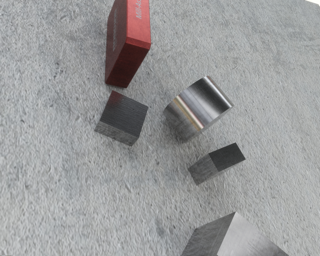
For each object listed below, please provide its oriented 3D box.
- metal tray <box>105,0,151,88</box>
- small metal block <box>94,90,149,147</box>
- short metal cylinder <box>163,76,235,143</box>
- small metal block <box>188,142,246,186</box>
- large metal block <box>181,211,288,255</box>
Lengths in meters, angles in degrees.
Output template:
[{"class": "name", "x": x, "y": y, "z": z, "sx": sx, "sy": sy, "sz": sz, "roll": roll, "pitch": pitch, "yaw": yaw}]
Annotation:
[{"class": "metal tray", "x": -0.045, "y": -0.131, "z": 0.417, "sx": 0.030, "sy": 0.090, "sz": 0.130, "roll": 11, "pitch": 57, "yaw": -23}, {"class": "small metal block", "x": -0.047, "y": -0.012, "z": 0.385, "sx": 0.050, "sy": 0.025, "sz": 0.050, "roll": 25, "pitch": 53, "yaw": -13}, {"class": "short metal cylinder", "x": 0.051, "y": -0.024, "z": 0.410, "sx": 0.081, "sy": 0.080, "sz": 0.050, "roll": -31, "pitch": 79, "yaw": -38}, {"class": "small metal block", "x": 0.072, "y": 0.047, "z": 0.398, "sx": 0.050, "sy": 0.050, "sz": 0.025, "roll": -17, "pitch": 71, "yaw": -35}, {"class": "large metal block", "x": 0.077, "y": 0.142, "z": 0.323, "sx": 0.080, "sy": 0.080, "sz": 0.050, "roll": 40, "pitch": 51, "yaw": -1}]
